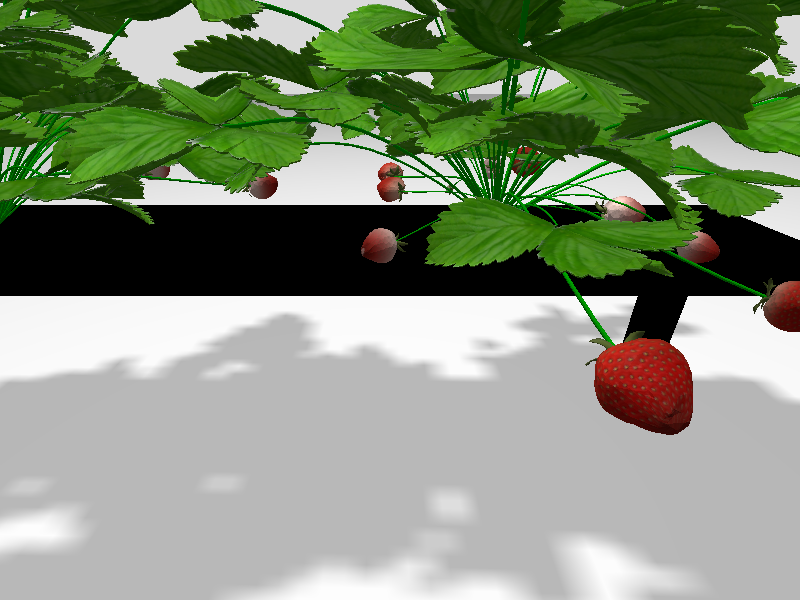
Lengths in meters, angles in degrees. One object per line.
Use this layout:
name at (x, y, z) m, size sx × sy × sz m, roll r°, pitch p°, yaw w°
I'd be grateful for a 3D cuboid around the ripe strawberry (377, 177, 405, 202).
ripe strawberry at (-0.011, -0.119, 0.427) m, size 0.030 × 0.025 × 0.030 m, roll 22°, pitch 36°, yaw 35°

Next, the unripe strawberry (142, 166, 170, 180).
unripe strawberry at (-0.315, -0.171, 0.515) m, size 0.037 × 0.032 × 0.037 m, roll 7°, pitch 29°, yaw 13°

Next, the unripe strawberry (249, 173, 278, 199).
unripe strawberry at (-0.151, -0.128, 0.444) m, size 0.032 × 0.031 × 0.030 m, roll -12°, pitch 31°, yaw -22°

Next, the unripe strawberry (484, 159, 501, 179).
unripe strawberry at (0.121, -0.173, 0.523) m, size 0.026 × 0.030 × 0.029 m, roll 5°, pitch 22°, yaw 9°

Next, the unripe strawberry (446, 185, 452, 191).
unripe strawberry at (0.057, -0.129, 0.464) m, size 0.009 × 0.010 × 0.010 m, roll -7°, pitch 29°, yaw -12°

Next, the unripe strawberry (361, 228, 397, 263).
unripe strawberry at (-0.016, -0.038, 0.284) m, size 0.027 × 0.026 × 0.025 m, roll -22°, pitch 36°, yaw -33°

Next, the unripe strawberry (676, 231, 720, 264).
unripe strawberry at (0.211, -0.037, 0.283) m, size 0.026 × 0.022 × 0.026 m, roll 30°, pitch 39°, yaw 22°

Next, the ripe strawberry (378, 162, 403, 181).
ripe strawberry at (-0.013, -0.154, 0.489) m, size 0.031 × 0.028 × 0.028 m, roll -17°, pitch 33°, yaw -28°

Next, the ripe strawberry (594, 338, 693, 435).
ripe strawberry at (0.091, 0.033, 0.148) m, size 0.033 × 0.035 × 0.036 m, roll -1°, pitch 30°, yaw -1°

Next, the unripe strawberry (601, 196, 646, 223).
unripe strawberry at (0.193, -0.075, 0.345) m, size 0.033 × 0.029 × 0.033 m, roll 3°, pitch 29°, yaw 5°

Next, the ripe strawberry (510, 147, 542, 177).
ripe strawberry at (0.169, -0.185, 0.536) m, size 0.042 × 0.037 × 0.038 m, roll 11°, pitch 21°, yaw 19°

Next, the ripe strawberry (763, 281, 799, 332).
ripe strawberry at (0.208, 0.004, 0.208) m, size 0.025 × 0.026 × 0.027 m, roll -19°, pitch 35°, yaw -31°
